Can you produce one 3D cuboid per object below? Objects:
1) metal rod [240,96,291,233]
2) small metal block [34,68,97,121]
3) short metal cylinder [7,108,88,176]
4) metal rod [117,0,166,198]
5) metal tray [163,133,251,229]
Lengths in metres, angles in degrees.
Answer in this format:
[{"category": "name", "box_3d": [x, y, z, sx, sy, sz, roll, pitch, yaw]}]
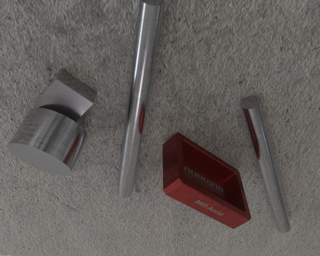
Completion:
[{"category": "metal rod", "box_3d": [0.168, 0.074, 0.471, 0.025, 0.025, 0.299, -17, 128, 14]}, {"category": "small metal block", "box_3d": [-0.114, -0.036, 0.375, 0.050, 0.025, 0.050, 35, 122, -26]}, {"category": "short metal cylinder", "box_3d": [-0.138, 0.019, 0.386, 0.080, 0.050, 0.080, 14, 151, 9]}, {"category": "metal rod", "box_3d": [-0.031, -0.012, 0.396, 0.025, 0.025, 0.298, 7, 130, -6]}, {"category": "metal tray", "box_3d": [0.063, 0.072, 0.426, 0.130, 0.090, 0.030, 32, 123, -24]}]
